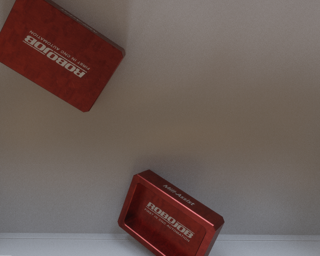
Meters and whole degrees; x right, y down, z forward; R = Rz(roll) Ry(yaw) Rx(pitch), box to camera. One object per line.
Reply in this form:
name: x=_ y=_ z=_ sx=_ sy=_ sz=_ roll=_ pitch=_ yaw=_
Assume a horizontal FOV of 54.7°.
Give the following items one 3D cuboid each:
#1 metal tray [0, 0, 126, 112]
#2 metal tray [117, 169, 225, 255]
metal tray: x=-0.120 y=-0.090 z=0.374 sx=0.130 sy=0.030 sz=0.090 roll=32 pitch=107 yaw=-12
metal tray: x=0.010 y=0.127 z=0.418 sx=0.130 sy=0.030 sz=0.089 roll=29 pitch=111 yaw=26
